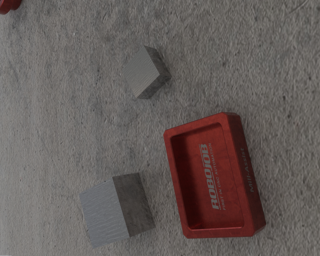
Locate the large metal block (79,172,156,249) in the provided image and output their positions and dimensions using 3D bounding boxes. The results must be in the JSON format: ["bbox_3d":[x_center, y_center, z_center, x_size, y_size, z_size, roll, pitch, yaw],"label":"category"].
[{"bbox_3d":[-0.062,0.117,0.440,0.080,0.050,0.080,-30,71,36],"label":"large metal block"}]

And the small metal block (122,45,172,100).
[{"bbox_3d":[-0.019,-0.074,0.420,0.050,0.025,0.050,-41,65,32],"label":"small metal block"}]

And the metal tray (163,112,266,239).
[{"bbox_3d":[0.058,0.055,0.353,0.090,0.030,0.129,-19,78,38],"label":"metal tray"}]

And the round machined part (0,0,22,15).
[{"bbox_3d":[-0.332,-0.294,0.668,0.098,0.042,0.097,0,90,40],"label":"round machined part"}]
